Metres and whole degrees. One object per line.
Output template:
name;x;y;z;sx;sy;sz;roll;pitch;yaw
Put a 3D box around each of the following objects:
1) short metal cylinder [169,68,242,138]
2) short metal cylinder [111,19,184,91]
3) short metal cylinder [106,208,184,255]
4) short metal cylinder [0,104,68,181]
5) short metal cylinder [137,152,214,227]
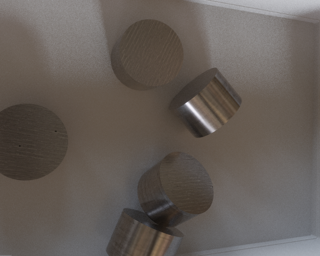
short metal cylinder;0.058;-0.033;0.404;0.080;0.080;0.050;-46;105;-14
short metal cylinder;-0.017;-0.090;0.392;0.081;0.050;0.079;0;90;-21
short metal cylinder;-0.018;0.138;0.375;0.080;0.080;0.050;26;83;-19
short metal cylinder;-0.146;0.014;0.344;0.081;0.050;0.079;0;90;-21
short metal cylinder;0.019;0.076;0.386;0.080;0.050;0.080;22;47;-26
